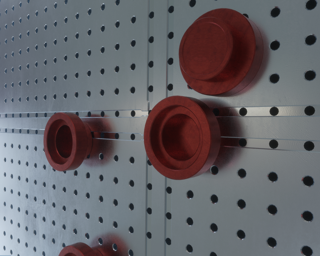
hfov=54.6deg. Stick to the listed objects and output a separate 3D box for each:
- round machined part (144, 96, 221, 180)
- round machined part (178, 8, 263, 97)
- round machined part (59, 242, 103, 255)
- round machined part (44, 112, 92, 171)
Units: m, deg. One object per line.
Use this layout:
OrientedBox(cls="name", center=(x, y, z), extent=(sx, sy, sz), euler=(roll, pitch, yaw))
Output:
OrientedBox(cls="round machined part", center=(0.030, 0.011, 0.374), extent=(0.098, 0.042, 0.097), euler=(0, 90, 40))
OrientedBox(cls="round machined part", center=(0.060, -0.085, 0.349), extent=(0.098, 0.042, 0.097), euler=(0, 90, 40))
OrientedBox(cls="round machined part", center=(-0.122, 0.234, 0.500), extent=(0.098, 0.042, 0.097), euler=(0, 90, 40))
OrientedBox(cls="round machined part", center=(-0.153, 0.023, 0.526), extent=(0.098, 0.042, 0.097), euler=(0, 90, 40))
